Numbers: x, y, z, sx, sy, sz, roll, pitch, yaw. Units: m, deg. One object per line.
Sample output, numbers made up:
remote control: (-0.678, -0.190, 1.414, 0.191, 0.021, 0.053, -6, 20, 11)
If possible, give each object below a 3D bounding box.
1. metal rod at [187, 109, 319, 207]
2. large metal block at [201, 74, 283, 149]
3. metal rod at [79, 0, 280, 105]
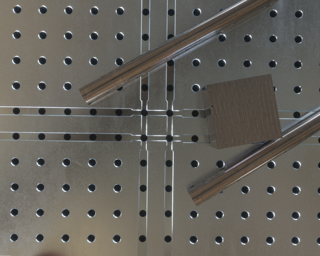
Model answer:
metal rod: (0.171, 0.016, 0.414, 0.301, 0.025, 0.025, -31, 90, 0)
large metal block: (0.103, -0.020, 0.401, 0.080, 0.050, 0.080, -10, 90, 0)
metal rod: (0.031, -0.114, 0.413, 0.301, 0.025, 0.025, -29, 90, 0)
